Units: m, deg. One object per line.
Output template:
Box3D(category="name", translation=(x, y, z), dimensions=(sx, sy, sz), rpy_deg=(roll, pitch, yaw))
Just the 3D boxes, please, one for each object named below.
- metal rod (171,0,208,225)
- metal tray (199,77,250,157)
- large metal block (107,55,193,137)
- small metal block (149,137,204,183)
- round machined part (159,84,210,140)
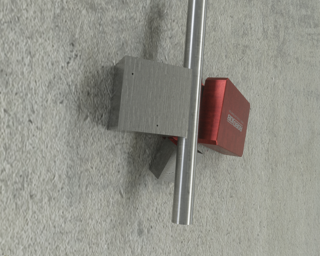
Box3D(category="metal rod", translation=(0.038, -0.036, 0.383), dimensions=(0.025, 0.025, 0.298), rpy_deg=(10, 82, -40))
Box3D(category="metal tray", translation=(0.097, -0.011, 0.455), dimensions=(0.130, 0.030, 0.090), rpy_deg=(24, 75, -59))
Box3D(category="large metal block", translation=(-0.013, -0.033, 0.365), dimensions=(0.081, 0.050, 0.080), rpy_deg=(7, 85, -22))
Box3D(category="small metal block", translation=(0.022, 0.045, 0.412), dimensions=(0.050, 0.025, 0.050), rpy_deg=(20, 103, -38))
Box3D(category="round machined part", translation=(0.040, -0.025, 0.428), dimensions=(0.099, 0.042, 0.097), rpy_deg=(0, 90, -40))
